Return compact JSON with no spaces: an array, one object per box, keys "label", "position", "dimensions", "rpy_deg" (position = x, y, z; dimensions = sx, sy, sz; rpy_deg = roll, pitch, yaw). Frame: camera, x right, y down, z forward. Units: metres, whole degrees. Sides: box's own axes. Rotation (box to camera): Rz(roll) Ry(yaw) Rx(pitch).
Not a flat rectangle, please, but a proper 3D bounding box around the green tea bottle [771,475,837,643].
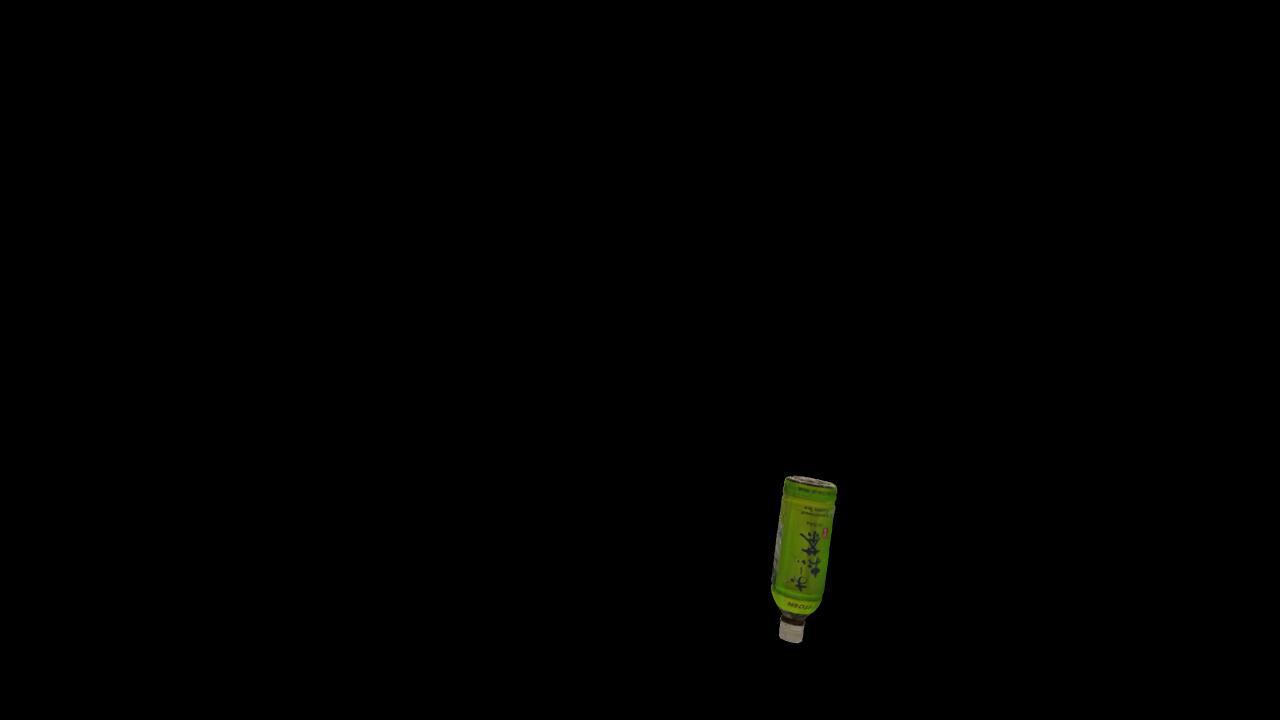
[{"label":"green tea bottle","position":[0.213,0.264,0.817],"dimensions":[0.073,0.212,0.073],"rpy_deg":[9,0,0]}]
